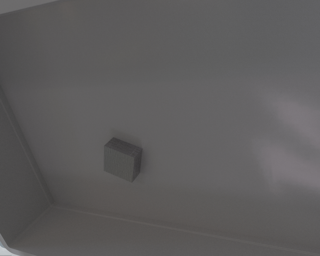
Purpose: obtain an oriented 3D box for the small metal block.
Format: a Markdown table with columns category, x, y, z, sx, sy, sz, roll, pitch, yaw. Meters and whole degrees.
| category | x | y | z | sx | sy | sz | roll | pitch | yaw |
| --- | --- | --- | --- | --- | --- | --- | --- | --- | --- |
| small metal block | -0.057 | 0.048 | 0.469 | 0.050 | 0.025 | 0.050 | 20 | 126 | 16 |
